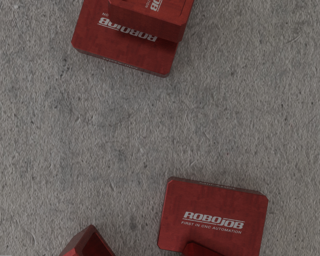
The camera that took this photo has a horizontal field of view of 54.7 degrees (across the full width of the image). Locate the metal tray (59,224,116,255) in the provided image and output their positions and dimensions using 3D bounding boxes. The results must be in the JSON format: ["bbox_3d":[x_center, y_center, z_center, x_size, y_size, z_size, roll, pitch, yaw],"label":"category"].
[{"bbox_3d":[-0.067,0.190,0.376,0.030,0.090,0.130,-36,90,0],"label":"metal tray"}]

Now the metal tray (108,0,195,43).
[{"bbox_3d":[0.000,-0.173,0.379,0.090,0.030,0.130,18,64,0],"label":"metal tray"}]

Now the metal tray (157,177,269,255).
[{"bbox_3d":[0.067,0.120,0.408,0.131,0.030,0.089,10,90,0],"label":"metal tray"}]

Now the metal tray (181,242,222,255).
[{"bbox_3d":[0.048,0.220,0.391,0.090,0.030,0.129,26,103,-4],"label":"metal tray"}]

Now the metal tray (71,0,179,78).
[{"bbox_3d":[-0.039,-0.128,0.407,0.131,0.030,0.090,17,90,0],"label":"metal tray"}]
